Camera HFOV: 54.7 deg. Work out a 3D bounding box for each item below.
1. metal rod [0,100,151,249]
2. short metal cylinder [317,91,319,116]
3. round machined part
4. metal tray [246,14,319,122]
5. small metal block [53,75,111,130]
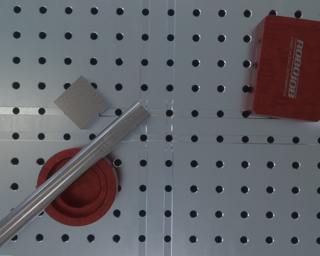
[{"bbox_3d":[-0.132,0.075,0.370,0.300,0.025,0.025,-41,90,0],"label":"metal rod"},{"bbox_3d":[0.257,-0.035,0.403,0.081,0.050,0.079,0,90,0],"label":"short metal cylinder"},{"bbox_3d":[-0.104,0.073,0.404,0.099,0.042,0.097,0,90,0],"label":"round machined part"},{"bbox_3d":[0.171,-0.077,0.412,0.091,0.030,0.129,8,90,0],"label":"metal tray"},{"bbox_3d":[-0.102,-0.033,0.413,0.050,0.025,0.050,-44,90,0],"label":"small metal block"}]
